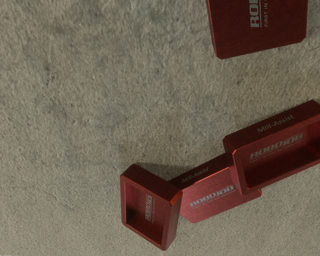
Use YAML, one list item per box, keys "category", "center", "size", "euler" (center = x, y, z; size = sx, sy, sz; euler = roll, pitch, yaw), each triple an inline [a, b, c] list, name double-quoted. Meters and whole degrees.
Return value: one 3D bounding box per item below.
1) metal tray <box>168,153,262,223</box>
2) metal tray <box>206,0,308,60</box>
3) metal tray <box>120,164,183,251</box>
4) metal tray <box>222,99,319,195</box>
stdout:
- category: "metal tray"
  center: [0.080, 0.098, 0.488]
  size: [0.130, 0.030, 0.090]
  euler: [-31, 124, 23]
- category: "metal tray"
  center: [0.088, -0.136, 0.290]
  size: [0.090, 0.030, 0.129]
  euler: [-11, 130, 9]
- category: "metal tray"
  center: [-0.017, 0.125, 0.480]
  size: [0.090, 0.030, 0.129]
  euler: [25, 135, 23]
- category: "metal tray"
  center: [0.154, 0.028, 0.406]
  size: [0.131, 0.030, 0.090]
  euler: [-23, 128, -2]
